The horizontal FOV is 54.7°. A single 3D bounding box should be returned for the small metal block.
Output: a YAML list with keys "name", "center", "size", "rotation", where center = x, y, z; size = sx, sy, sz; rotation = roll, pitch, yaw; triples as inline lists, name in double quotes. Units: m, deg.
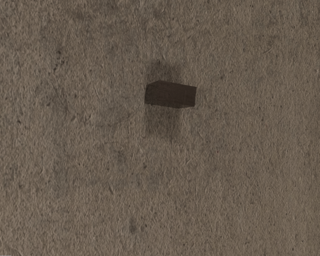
- name: "small metal block"
  center: [0.012, -0.042, 0.401]
  size: [0.050, 0.050, 0.025]
  rotation: [7, 88, -20]
